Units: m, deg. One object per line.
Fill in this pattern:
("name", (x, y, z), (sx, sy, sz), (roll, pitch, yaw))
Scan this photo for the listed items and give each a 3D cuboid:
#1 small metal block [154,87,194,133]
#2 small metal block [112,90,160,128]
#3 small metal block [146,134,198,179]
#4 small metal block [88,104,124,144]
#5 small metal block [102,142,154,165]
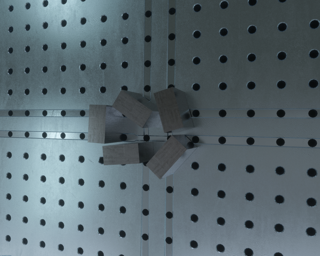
("small metal block", (0.019, -0.021, 0.392), (0.025, 0.050, 0.050), (-17, 84, 19))
("small metal block", (-0.026, -0.025, 0.409), (0.050, 0.050, 0.025), (35, 102, 16))
("small metal block", (0.016, 0.035, 0.393), (0.025, 0.050, 0.050), (44, 104, 15))
("small metal block", (-0.073, -0.006, 0.426), (0.025, 0.050, 0.050), (4, 92, 20))
("small metal block", (-0.041, 0.033, 0.414), (0.050, 0.050, 0.025), (-5, 88, 20))
